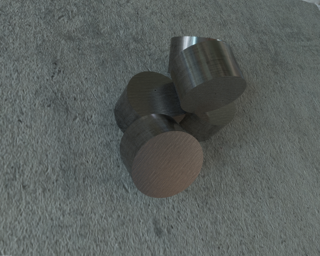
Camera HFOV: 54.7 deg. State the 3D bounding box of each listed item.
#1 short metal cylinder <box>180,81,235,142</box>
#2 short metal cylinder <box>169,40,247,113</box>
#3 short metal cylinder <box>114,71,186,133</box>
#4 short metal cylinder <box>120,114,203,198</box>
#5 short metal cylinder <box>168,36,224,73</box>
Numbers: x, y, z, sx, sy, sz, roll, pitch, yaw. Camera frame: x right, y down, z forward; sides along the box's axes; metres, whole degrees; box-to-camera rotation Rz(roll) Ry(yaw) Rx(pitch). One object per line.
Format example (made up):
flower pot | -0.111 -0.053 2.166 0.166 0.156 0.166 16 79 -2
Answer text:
short metal cylinder | 0.058 -0.027 0.438 0.081 0.050 0.080 14 56 -21
short metal cylinder | 0.057 -0.059 0.374 0.081 0.080 0.050 -2 63 -29
short metal cylinder | -0.013 -0.026 0.399 0.081 0.050 0.080 14 56 -21
short metal cylinder | 0.001 0.030 0.345 0.081 0.079 0.050 7 20 -25
short metal cylinder | 0.054 -0.102 0.454 0.081 0.080 0.050 1 100 -28
